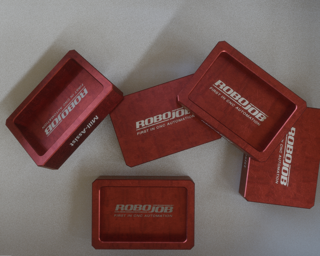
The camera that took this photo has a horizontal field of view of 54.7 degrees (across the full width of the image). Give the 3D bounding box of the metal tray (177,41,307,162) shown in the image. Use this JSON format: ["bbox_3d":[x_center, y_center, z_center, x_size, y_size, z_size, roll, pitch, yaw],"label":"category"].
[{"bbox_3d":[0.097,-0.031,0.378,0.130,0.030,0.090,37,90,0],"label":"metal tray"}]

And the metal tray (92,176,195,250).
[{"bbox_3d":[-0.021,0.110,0.408,0.131,0.030,0.089,0,90,0],"label":"metal tray"}]

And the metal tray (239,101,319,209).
[{"bbox_3d":[0.160,0.035,0.410,0.091,0.030,0.129,7,90,0],"label":"metal tray"}]

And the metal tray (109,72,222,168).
[{"bbox_3d":[0.006,-0.011,0.409,0.131,0.030,0.090,-18,90,0],"label":"metal tray"}]

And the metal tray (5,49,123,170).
[{"bbox_3d":[-0.121,-0.024,0.390,0.090,0.030,0.130,42,90,24],"label":"metal tray"}]
